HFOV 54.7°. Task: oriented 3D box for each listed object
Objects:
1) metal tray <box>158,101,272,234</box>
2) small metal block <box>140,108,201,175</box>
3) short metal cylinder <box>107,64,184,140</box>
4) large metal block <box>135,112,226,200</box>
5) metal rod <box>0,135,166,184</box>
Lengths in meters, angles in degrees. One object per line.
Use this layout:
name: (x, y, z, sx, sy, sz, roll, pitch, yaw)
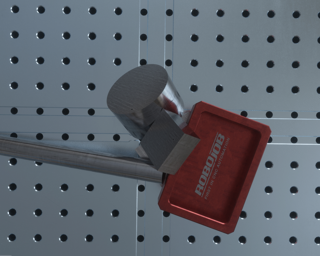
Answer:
metal tray: (0.061, 0.044, 0.359, 0.090, 0.030, 0.129, 21, 90, 0)
small metal block: (0.010, 0.015, 0.341, 0.025, 0.050, 0.050, 21, 111, -39)
short metal cylinder: (-0.017, -0.032, 0.379, 0.080, 0.080, 0.050, -35, 133, 0)
large metal block: (0.025, 0.035, 0.400, 0.080, 0.050, 0.080, -35, 90, 0)
metal rod: (-0.142, 0.031, 0.382, 0.301, 0.025, 0.025, 8, 90, 11)
